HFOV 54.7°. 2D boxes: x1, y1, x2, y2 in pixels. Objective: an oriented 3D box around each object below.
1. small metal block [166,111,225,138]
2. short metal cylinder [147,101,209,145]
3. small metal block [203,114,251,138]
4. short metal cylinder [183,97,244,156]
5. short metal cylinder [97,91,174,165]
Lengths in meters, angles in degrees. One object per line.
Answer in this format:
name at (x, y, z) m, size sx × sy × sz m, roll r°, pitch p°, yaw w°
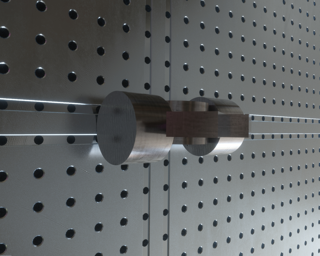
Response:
small metal block at (0.038, -0.003, 0.319) m, size 0.050 × 0.050 × 0.025 m, roll 1°, pitch 90°, yaw -72°
short metal cylinder at (0.021, -0.006, 0.391) m, size 0.081 × 0.080 × 0.050 m, roll 1°, pitch 89°, yaw -40°
small metal block at (0.078, -0.002, 0.359) m, size 0.050 × 0.050 × 0.025 m, roll 1°, pitch 90°, yaw -71°
short metal cylinder at (0.071, -0.002, 0.432) m, size 0.050 × 0.080 × 0.080 m, roll 1°, pitch 90°, yaw -39°
short metal cylinder at (-0.029, 0.000, 0.348) m, size 0.050 × 0.080 × 0.080 m, roll 1°, pitch 89°, yaw -40°
